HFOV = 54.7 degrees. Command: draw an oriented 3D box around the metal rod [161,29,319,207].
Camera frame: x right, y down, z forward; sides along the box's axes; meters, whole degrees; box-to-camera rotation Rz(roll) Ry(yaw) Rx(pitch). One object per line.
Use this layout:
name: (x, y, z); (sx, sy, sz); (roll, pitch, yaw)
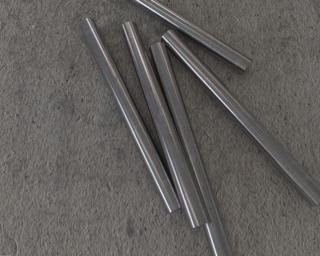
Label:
metal rod: (0.102, -0.024, 0.417); (0.025, 0.025, 0.300); (-36, 74, -12)

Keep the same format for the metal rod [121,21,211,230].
metal rod: (-0.001, -0.020, 0.404); (0.025, 0.025, 0.299); (-17, 67, -6)

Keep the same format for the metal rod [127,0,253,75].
metal rod: (0.007, -0.173, 0.471); (0.300, 0.025, 0.025); (36, 74, 12)

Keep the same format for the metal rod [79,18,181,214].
metal rod: (-0.044, -0.029, 0.418); (0.025, 0.025, 0.299); (-24, 72, -9)

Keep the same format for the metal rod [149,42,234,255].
metal rod: (0.035, 0.019, 0.401); (0.025, 0.025, 0.299); (-14, 71, -5)
